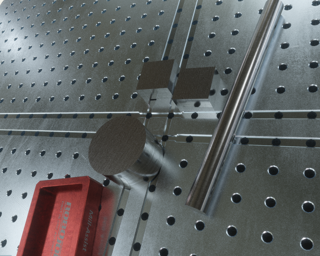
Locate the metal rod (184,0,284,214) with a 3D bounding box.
[{"bbox_3d":[0.098,-0.041,0.381,0.025,0.025,0.300,13,68,33],"label":"metal rod"}]

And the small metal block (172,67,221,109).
[{"bbox_3d":[0.049,-0.053,0.414,0.050,0.025,0.050,2,63,29],"label":"small metal block"}]

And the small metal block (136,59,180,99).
[{"bbox_3d":[-0.002,-0.070,0.451,0.050,0.025,0.050,0,62,27],"label":"small metal block"}]

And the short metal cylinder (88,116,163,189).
[{"bbox_3d":[-0.043,0.031,0.394,0.080,0.050,0.080,-13,56,20],"label":"short metal cylinder"}]

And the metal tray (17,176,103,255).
[{"bbox_3d":[-0.128,0.130,0.390,0.090,0.030,0.130,-9,58,23],"label":"metal tray"}]
